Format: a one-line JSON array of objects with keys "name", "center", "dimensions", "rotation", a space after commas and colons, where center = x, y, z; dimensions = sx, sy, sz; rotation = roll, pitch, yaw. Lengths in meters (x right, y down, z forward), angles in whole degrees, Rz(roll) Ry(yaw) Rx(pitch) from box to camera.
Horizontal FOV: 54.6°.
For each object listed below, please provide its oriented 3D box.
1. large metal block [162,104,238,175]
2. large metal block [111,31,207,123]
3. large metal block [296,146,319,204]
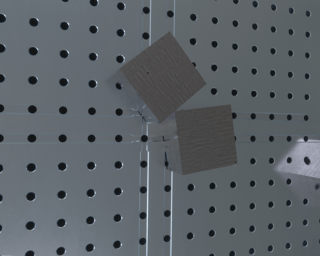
[{"name": "large metal block", "center": [0.052, 0.013, 0.418], "dimensions": [0.081, 0.050, 0.080], "rotation": [-8, 93, -20]}, {"name": "large metal block", "center": [-0.002, -0.062, 0.398], "dimensions": [0.080, 0.050, 0.080], "rotation": [-41, 103, -15]}, {"name": "large metal block", "center": [0.286, 0.078, 0.504], "dimensions": [0.080, 0.050, 0.080], "rotation": [-44, 104, -15]}]
